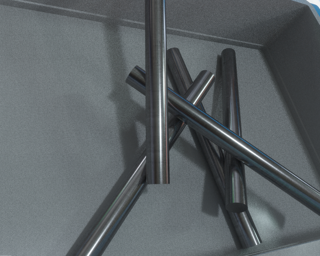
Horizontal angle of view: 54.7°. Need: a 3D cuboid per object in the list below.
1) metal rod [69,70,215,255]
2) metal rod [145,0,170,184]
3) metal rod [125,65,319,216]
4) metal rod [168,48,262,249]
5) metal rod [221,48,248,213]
[{"bbox_3d":[-0.004,0.028,0.367,0.025,0.025,0.301,38,57,-3],"label":"metal rod"},{"bbox_3d":[-0.005,-0.087,0.358,0.025,0.025,0.299,5,77,-26],"label":"metal rod"},{"bbox_3d":[0.089,0.020,0.376,0.301,0.025,0.025,35,51,0],"label":"metal rod"},{"bbox_3d":[0.066,0.013,0.432,0.025,0.025,0.299,-6,65,-31],"label":"metal rod"},{"bbox_3d":[0.105,-0.020,0.453,0.025,0.025,0.300,22,47,-15],"label":"metal rod"}]
